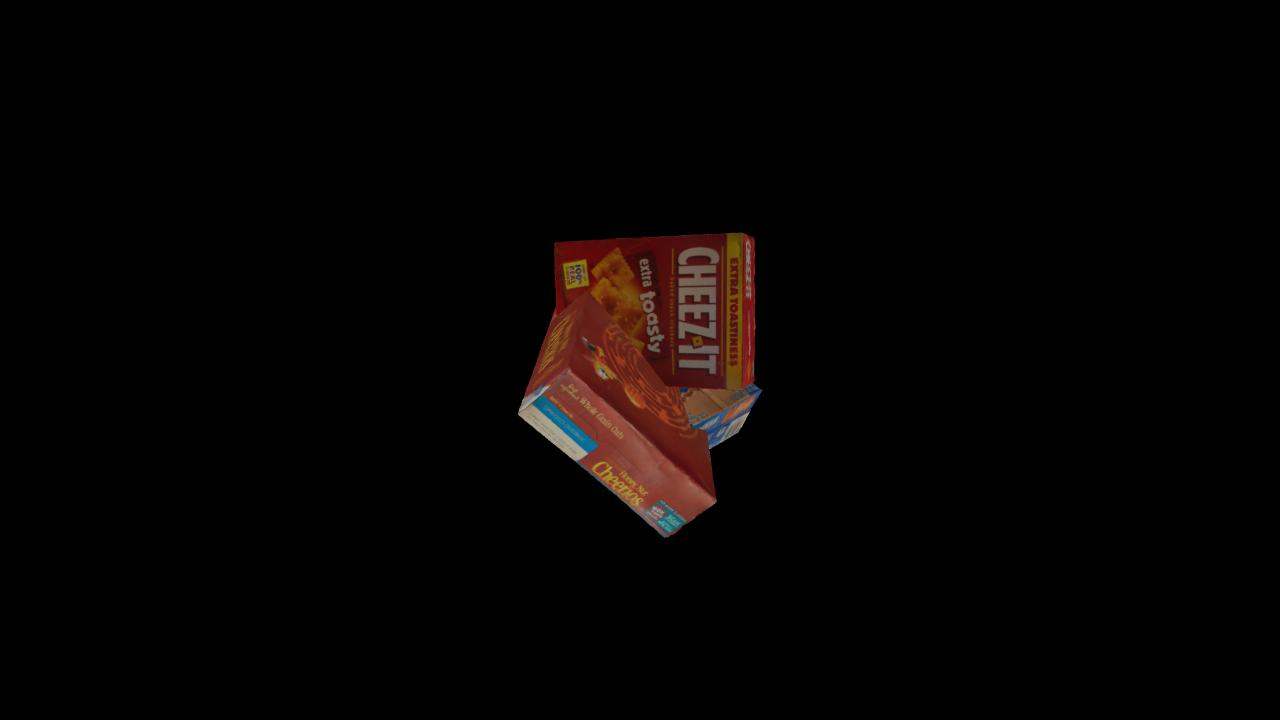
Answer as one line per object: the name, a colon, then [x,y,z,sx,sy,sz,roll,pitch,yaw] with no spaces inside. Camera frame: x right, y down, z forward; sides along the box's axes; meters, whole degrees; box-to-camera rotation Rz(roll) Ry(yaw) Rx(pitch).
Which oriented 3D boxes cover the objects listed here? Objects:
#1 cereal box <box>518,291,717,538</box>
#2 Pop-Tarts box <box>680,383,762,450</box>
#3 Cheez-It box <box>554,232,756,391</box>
cereal box: [-0.016,0.023,0.696,0.081,0.203,0.306,-39,21,20]
Pop-Tarts box: [0.036,0.044,0.741,0.167,0.083,0.141,-19,52,-44]
Cheez-It box: [0.015,-0.053,0.694,0.223,0.166,0.071,2,6,21]
